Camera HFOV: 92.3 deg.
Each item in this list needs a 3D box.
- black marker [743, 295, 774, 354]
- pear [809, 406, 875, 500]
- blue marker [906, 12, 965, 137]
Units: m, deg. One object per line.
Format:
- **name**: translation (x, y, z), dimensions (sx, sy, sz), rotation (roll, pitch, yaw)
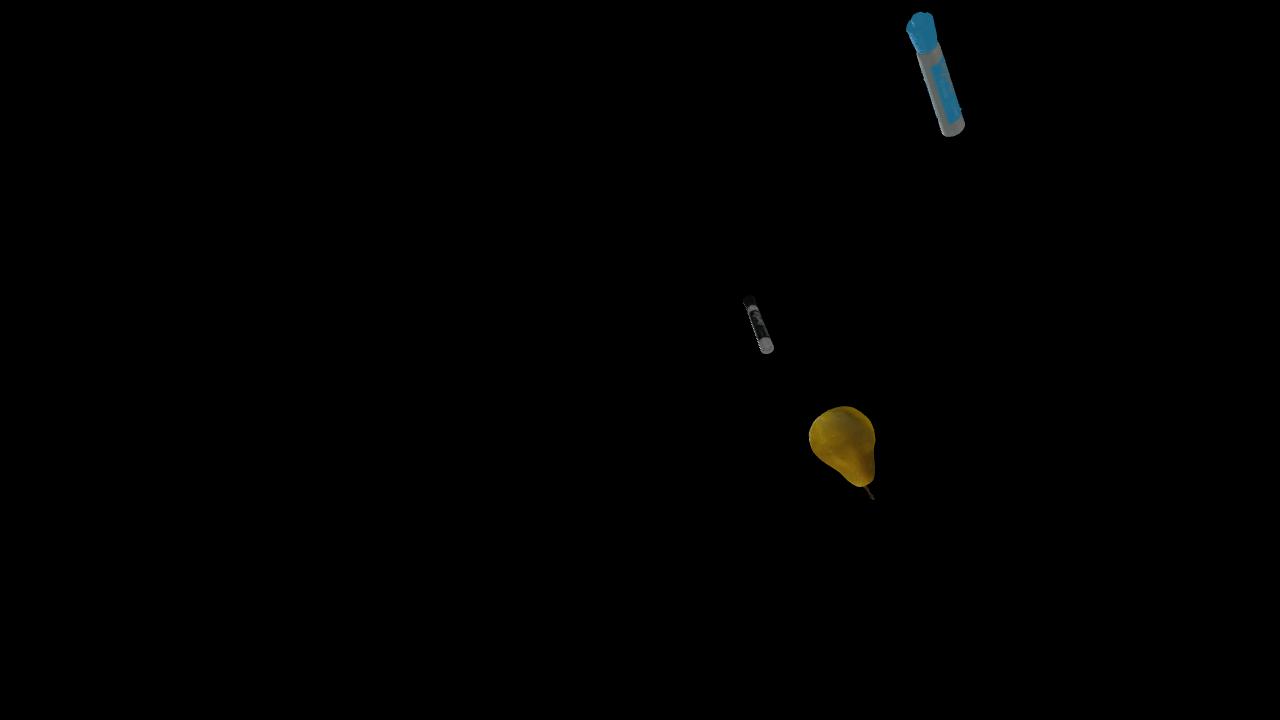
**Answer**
- **black marker**: translation (0.170, -0.055, 0.893), dimensions (0.020, 0.020, 0.121), rotation (0, 42, -7)
- **pear**: translation (0.250, 0.113, 0.733), dimensions (0.080, 0.111, 0.080), rotation (-19, -25, -9)
- **blue marker**: translation (0.238, -0.227, 0.494), dimensions (0.020, 0.020, 0.121), rotation (0, -25, 39)
